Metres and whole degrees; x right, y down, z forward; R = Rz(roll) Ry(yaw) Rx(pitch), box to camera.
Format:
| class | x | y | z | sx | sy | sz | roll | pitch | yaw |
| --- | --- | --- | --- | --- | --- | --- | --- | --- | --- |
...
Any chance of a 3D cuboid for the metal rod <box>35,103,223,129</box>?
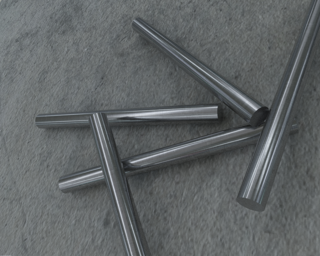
| class | x | y | z | sx | sy | sz | roll | pitch | yaw |
| --- | --- | --- | --- | --- | --- | --- | --- | --- | --- |
| metal rod | -0.061 | -0.015 | 0.443 | 0.301 | 0.025 | 0.025 | -2 | 61 | 27 |

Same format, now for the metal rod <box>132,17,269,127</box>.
| class | x | y | z | sx | sy | sz | roll | pitch | yaw |
| --- | --- | --- | --- | --- | --- | --- | --- | --- | --- |
| metal rod | 0.034 | -0.094 | 0.426 | 0.025 | 0.025 | 0.300 | -41 | 46 | 0 |

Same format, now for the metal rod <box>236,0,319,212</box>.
| class | x | y | z | sx | sy | sz | roll | pitch | yaw |
| --- | --- | --- | --- | --- | --- | --- | --- | --- | --- |
| metal rod | 0.144 | -0.052 | 0.334 | 0.025 | 0.025 | 0.300 | 12 | 59 | 32 |

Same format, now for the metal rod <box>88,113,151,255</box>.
| class | x | y | z | sx | sy | sz | roll | pitch | yaw |
| --- | --- | --- | --- | --- | --- | --- | --- | --- | --- |
| metal rod | -0.032 | 0.106 | 0.332 | 0.025 | 0.025 | 0.299 | -29 | 59 | 10 |

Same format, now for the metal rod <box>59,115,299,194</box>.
| class | x | y | z | sx | sy | sz | roll | pitch | yaw |
| --- | --- | --- | --- | --- | --- | --- | --- | --- | --- |
| metal rod | 0.007 | 0.035 | 0.377 | 0.301 | 0.025 | 0.025 | -17 | 55 | 18 |
